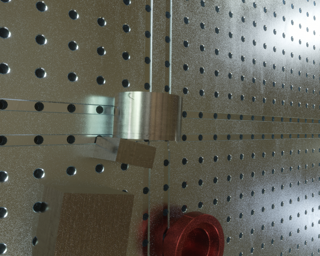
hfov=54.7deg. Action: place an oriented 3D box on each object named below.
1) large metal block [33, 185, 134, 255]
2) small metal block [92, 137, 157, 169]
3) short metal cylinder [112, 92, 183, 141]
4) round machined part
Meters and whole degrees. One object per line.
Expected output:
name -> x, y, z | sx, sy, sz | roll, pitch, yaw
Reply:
large metal block -> -0.080, 0.105, 0.326 | 0.081, 0.050, 0.080 | 12, 83, -39
small metal block -> -0.041, 0.028, 0.358 | 0.050, 0.050, 0.025 | 18, 79, -39
short metal cylinder -> -0.014, -0.012, 0.361 | 0.081, 0.080, 0.050 | 4, 88, -40
round machined part -> 0.043, 0.166, 0.434 | 0.099, 0.042, 0.097 | 0, 90, -40
